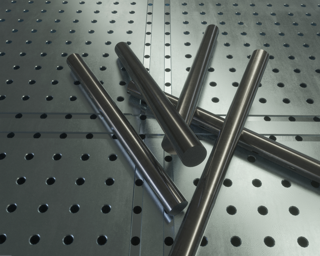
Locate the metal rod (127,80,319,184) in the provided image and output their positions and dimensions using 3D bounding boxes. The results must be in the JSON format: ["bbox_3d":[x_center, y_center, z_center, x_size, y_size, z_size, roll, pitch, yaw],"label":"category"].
[{"bbox_3d":[0.085,0.001,0.407,0.301,0.025,0.025,26,55,20],"label":"metal rod"}]

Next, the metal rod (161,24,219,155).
[{"bbox_3d":[0.054,-0.077,0.448,0.025,0.025,0.301,12,44,10],"label":"metal rod"}]

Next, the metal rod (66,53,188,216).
[{"bbox_3d":[-0.059,-0.011,0.415,0.025,0.025,0.300,-25,55,-20],"label":"metal rod"}]

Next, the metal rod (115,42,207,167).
[{"bbox_3d":[-0.016,-0.053,0.402,0.025,0.025,0.300,-15,36,-12],"label":"metal rod"}]

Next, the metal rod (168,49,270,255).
[{"bbox_3d":[0.080,0.015,0.368,0.025,0.025,0.300,20,61,15],"label":"metal rod"}]
